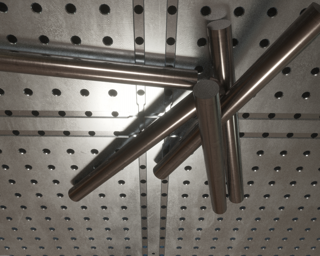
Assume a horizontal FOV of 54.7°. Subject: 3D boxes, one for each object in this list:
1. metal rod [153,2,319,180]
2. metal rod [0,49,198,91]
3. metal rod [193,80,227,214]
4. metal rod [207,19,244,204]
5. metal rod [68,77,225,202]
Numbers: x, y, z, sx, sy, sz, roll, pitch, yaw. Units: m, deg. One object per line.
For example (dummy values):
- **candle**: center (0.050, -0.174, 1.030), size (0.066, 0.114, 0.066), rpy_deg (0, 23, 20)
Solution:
- **metal rod**: center (0.070, -0.016, 0.367), size (0.025, 0.025, 0.298), rpy_deg (22, 136, -18)
- **metal rod**: center (-0.108, -0.069, 0.350), size (0.302, 0.025, 0.025), rpy_deg (5, 130, -5)
- **metal rod**: center (0.073, 0.050, 0.412), size (0.025, 0.025, 0.299), rpy_deg (-9, 143, 7)
- **metal rod**: center (0.093, 0.003, 0.416), size (0.025, 0.025, 0.298), rpy_deg (-10, 130, 8)
- **metal rod**: center (-0.037, 0.030, 0.422), size (0.025, 0.025, 0.299), rpy_deg (35, 126, -26)
